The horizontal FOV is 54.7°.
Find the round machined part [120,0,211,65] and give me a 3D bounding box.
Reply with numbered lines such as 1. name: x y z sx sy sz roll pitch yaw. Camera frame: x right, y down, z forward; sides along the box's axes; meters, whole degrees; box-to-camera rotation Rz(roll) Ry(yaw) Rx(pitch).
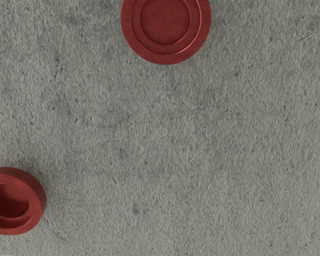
1. round machined part: 0.006 -0.124 0.355 0.099 0.042 0.097 0 110 0

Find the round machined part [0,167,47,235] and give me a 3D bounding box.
1. round machined part: -0.208 0.097 0.435 0.099 0.042 0.097 0 110 0
